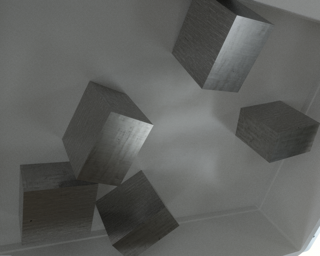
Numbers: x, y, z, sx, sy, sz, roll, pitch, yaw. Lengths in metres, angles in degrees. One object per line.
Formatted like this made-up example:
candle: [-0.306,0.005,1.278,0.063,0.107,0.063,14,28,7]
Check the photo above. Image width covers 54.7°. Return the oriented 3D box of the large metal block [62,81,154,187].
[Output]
large metal block: [-0.062,0.005,0.344,0.050,0.080,0.080,18,109,-36]

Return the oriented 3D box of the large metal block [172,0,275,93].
large metal block: [0.064,-0.096,0.341,0.050,0.080,0.079,1,129,-30]

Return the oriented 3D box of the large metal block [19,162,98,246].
large metal block: [-0.127,0.089,0.379,0.081,0.050,0.079,-1,119,-28]

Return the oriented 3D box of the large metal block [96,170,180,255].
large metal block: [-0.033,0.119,0.430,0.080,0.080,0.050,-34,129,-6]

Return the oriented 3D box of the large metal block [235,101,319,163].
large metal block: [0.176,0.002,0.474,0.081,0.080,0.050,-11,123,-23]
